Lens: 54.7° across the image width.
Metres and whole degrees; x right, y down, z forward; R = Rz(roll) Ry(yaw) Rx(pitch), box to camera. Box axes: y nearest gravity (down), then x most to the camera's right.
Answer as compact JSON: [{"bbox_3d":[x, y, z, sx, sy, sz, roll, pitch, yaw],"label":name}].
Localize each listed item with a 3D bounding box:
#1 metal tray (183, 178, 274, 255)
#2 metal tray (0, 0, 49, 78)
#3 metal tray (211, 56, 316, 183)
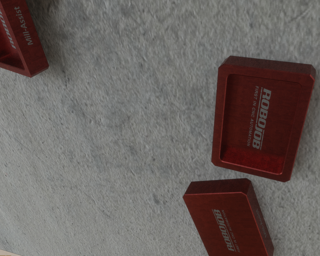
[{"bbox_3d":[0.097,0.134,0.434,0.090,0.030,0.129,-11,113,32],"label":"metal tray"},{"bbox_3d":[-0.203,-0.136,0.400,0.090,0.030,0.129,19,135,31],"label":"metal tray"},{"bbox_3d":[0.108,-0.008,0.340,0.090,0.030,0.129,12,124,21],"label":"metal tray"}]
